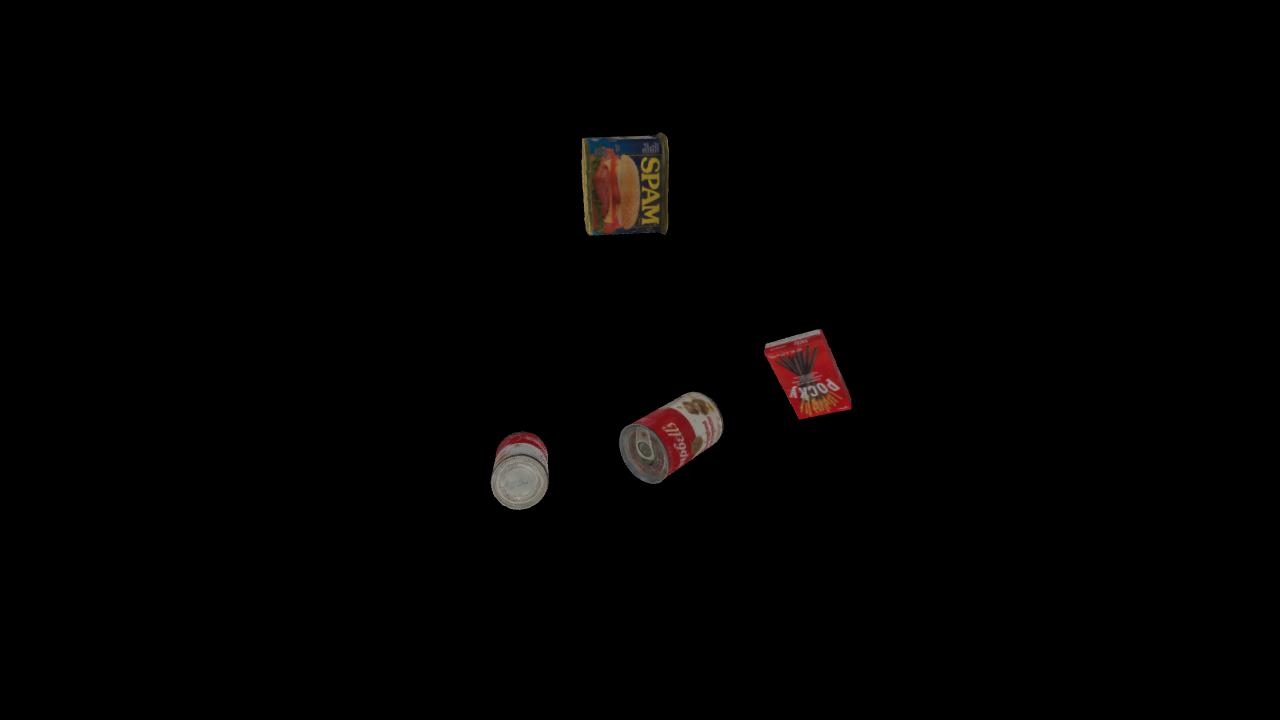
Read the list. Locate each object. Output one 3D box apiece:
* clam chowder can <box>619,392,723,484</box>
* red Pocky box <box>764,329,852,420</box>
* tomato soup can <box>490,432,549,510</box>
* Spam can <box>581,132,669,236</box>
[{"bbox_3d":[0.036,0.082,0.669,0.068,0.068,0.102,0,18,44],"label":"clam chowder can"},{"bbox_3d":[0.246,0.025,0.890,0.083,0.028,0.155,-17,-50,24],"label":"red Pocky box"},{"bbox_3d":[-0.145,0.133,0.749,0.068,0.068,0.101,0,8,-9],"label":"tomato soup can"},{"bbox_3d":[-0.017,-0.183,0.645,0.085,0.101,0.058,-4,26,-8],"label":"Spam can"}]
